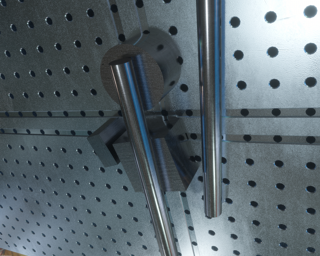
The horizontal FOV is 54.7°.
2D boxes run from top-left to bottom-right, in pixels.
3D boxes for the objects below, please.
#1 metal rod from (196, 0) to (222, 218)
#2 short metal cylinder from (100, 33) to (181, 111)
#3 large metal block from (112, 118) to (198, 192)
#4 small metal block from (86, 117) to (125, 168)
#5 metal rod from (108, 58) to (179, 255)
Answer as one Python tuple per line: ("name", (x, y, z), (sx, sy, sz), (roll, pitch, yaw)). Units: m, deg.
("metal rod", (0.061, -0.010, 0.371), (0.025, 0.025, 0.298), (8, 122, 24))
("short metal cylinder", (-0.022, -0.066, 0.365), (0.080, 0.050, 0.079), (13, 124, 20))
("large metal block", (-0.005, 0.039, 0.420), (0.080, 0.050, 0.080), (-9, 114, 31))
("small metal block", (-0.069, 0.020, 0.442), (0.025, 0.050, 0.050), (-17, 110, 34))
("metal rod", (-0.013, 0.061, 0.389), (0.025, 0.025, 0.298), (2, 120, 27))
